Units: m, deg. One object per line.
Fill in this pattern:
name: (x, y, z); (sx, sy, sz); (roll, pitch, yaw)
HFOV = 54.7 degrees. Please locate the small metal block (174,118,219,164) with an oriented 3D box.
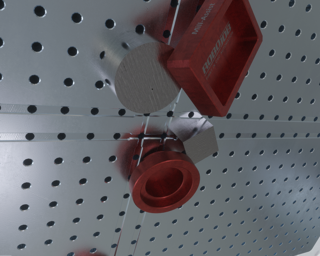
small metal block: (0.055, 0.021, 0.454); (0.050, 0.025, 0.050); (-28, 128, -11)

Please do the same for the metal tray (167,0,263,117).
metal tray: (0.069, -0.089, 0.352); (0.090, 0.030, 0.130); (48, 62, -40)

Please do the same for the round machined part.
round machined part: (0.004, 0.072, 0.442); (0.099, 0.042, 0.097); (-10, 125, -15)

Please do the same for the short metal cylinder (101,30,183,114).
short metal cylinder: (-0.020, -0.063, 0.346); (0.081, 0.050, 0.079); (-14, 124, -21)
